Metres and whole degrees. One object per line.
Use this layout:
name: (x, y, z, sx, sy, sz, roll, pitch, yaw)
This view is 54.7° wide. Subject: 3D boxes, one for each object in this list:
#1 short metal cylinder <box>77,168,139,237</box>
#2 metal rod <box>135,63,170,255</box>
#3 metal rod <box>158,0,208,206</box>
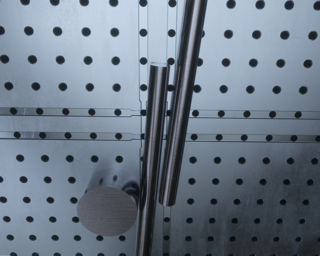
short metal cylinder: (-0.071, 0.104, 0.438, 0.081, 0.050, 0.079, 0, 110, 0)
metal rod: (-0.013, 0.061, 0.435, 0.025, 0.025, 0.298, 5, 110, -2)
metal rod: (0.028, -0.031, 0.401, 0.025, 0.025, 0.298, 6, 110, -3)
